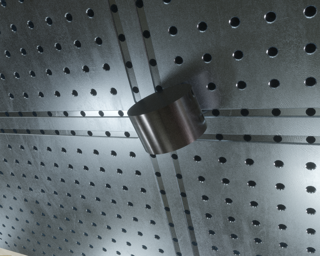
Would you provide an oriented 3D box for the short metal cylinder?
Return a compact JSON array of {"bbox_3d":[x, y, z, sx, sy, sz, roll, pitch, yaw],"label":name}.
[{"bbox_3d":[0.009,-0.012,0.363,0.080,0.080,0.050,-12,113,33],"label":"short metal cylinder"}]
